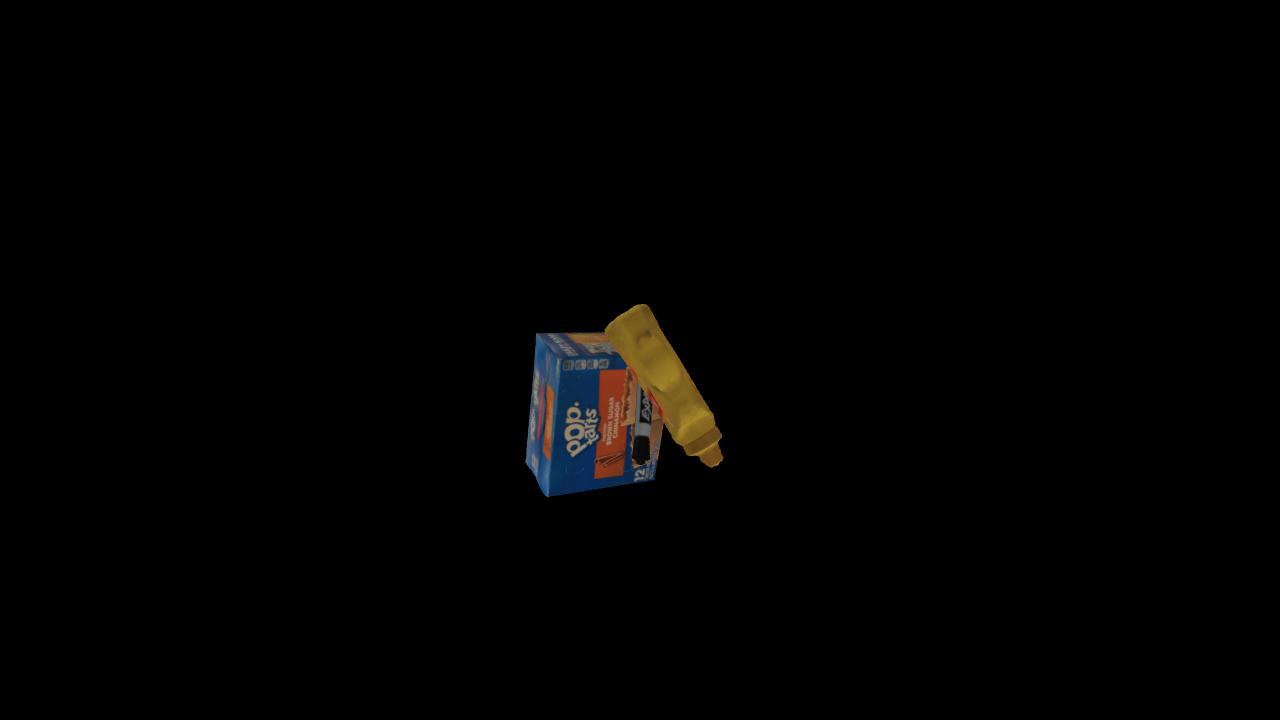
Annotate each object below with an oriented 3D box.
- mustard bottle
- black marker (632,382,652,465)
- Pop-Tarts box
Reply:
[{"bbox_3d":[0.032,0.032,0.646,0.054,0.184,0.092,-32,-2,-12],"label":"mustard bottle"},{"bbox_3d":[0.004,0.053,0.660,0.020,0.121,0.020,3,-26,2],"label":"black marker"},{"bbox_3d":[-0.049,0.058,0.716,0.141,0.167,0.083,-2,21,-29],"label":"Pop-Tarts box"}]
